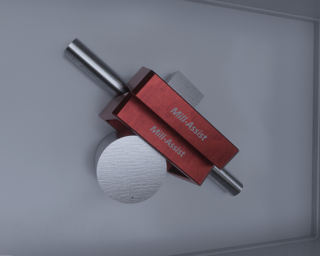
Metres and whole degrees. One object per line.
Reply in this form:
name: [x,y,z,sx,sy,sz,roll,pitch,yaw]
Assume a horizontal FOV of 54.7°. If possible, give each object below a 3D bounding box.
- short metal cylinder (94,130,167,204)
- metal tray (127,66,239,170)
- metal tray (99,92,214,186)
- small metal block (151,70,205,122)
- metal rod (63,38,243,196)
short metal cylinder: [-0.037,0.045,0.377,0.081,0.050,0.079,-2,98,-15]
metal tray: [0.023,-0.014,0.357,0.130,0.090,0.030,41,94,-16]
metal tray: [-0.007,0.014,0.373,0.130,0.090,0.030,41,77,-16]
small metal block: [0.023,-0.041,0.418,0.050,0.025,0.050,42,76,-16]
metal rod: [0.002,-0.005,0.412,0.300,0.025,0.025,41,77,-16]
